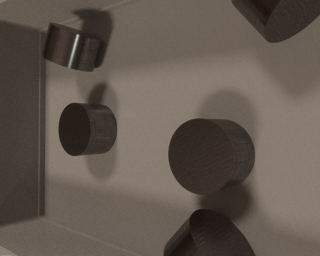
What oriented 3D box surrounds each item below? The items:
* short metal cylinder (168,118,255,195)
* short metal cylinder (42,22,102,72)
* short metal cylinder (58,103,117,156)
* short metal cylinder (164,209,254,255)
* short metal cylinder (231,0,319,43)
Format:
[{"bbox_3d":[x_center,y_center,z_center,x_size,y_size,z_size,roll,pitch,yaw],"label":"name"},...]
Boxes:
[{"bbox_3d":[0.056,0.030,0.343,0.080,0.050,0.079,0,90,39],"label":"short metal cylinder"},{"bbox_3d":[-0.136,-0.125,0.480,0.080,0.081,0.050,32,110,35],"label":"short metal cylinder"},{"bbox_3d":[-0.113,0.002,0.481,0.080,0.050,0.079,0,90,39],"label":"short metal cylinder"},{"bbox_3d":[0.051,0.134,0.327,0.080,0.081,0.050,49,119,28],"label":"short metal cylinder"},{"bbox_3d":[0.112,-0.124,0.278,0.080,0.081,0.050,-46,63,30],"label":"short metal cylinder"}]
